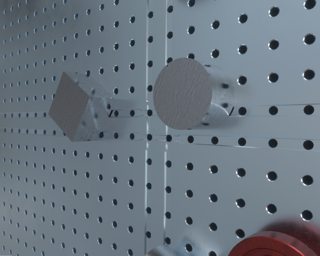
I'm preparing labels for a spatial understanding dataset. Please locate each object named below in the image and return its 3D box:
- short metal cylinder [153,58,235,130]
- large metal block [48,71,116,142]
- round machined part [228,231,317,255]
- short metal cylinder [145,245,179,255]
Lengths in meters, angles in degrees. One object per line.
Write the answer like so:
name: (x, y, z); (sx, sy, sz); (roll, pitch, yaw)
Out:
short metal cylinder: (0.039, -0.038, 0.361); (0.080, 0.050, 0.079); (0, 90, 40)
large metal block: (-0.127, -0.034, 0.498); (0.080, 0.050, 0.079); (41, 115, 32)
round machined part: (0.117, 0.150, 0.302); (0.098, 0.042, 0.097); (0, 90, 40)
short metal cylinder: (0.002, 0.190, 0.372); (0.050, 0.081, 0.079); (31, 109, 35)
